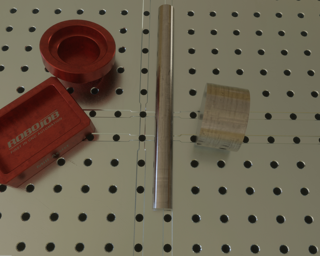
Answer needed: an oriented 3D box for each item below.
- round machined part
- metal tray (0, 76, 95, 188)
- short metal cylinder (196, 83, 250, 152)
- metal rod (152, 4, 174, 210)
[{"bbox_3d":[-0.112,-0.101,0.431,0.099,0.042,0.098,5,59,-8],"label":"round machined part"},{"bbox_3d":[-0.165,0.003,0.405,0.131,0.030,0.090,-37,75,-13],"label":"metal tray"},{"bbox_3d":[0.077,-0.013,0.388,0.050,0.080,0.080,10,70,3],"label":"short metal cylinder"},{"bbox_3d":[0.006,-0.042,0.427,0.025,0.025,0.299,1,70,0],"label":"metal rod"}]
